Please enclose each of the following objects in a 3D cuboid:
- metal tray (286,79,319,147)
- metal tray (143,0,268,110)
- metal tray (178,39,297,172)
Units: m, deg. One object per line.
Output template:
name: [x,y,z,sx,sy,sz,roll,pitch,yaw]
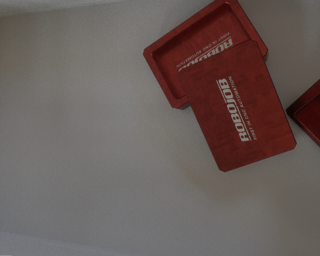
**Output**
metal tray: [0.182,-0.012,0.289,0.030,0.130,0.090,-39,77,-8]
metal tray: [0.055,-0.092,0.388,0.130,0.030,0.090,-31,80,17]
metal tray: [0.088,-0.024,0.355,0.090,0.030,0.129,-22,100,16]
